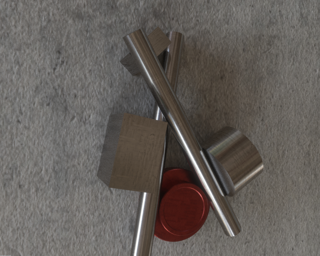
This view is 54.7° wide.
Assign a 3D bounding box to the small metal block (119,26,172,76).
[{"bbox_3d":[-0.019,-0.095,0.390,0.050,0.050,0.025,-47,105,-14],"label":"small metal block"}]

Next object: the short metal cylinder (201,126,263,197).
[{"bbox_3d":[0.090,0.044,0.416,0.050,0.080,0.080,-34,101,-17],"label":"short metal cylinder"}]

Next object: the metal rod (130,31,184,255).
[{"bbox_3d":[-0.002,0.020,0.394,0.025,0.025,0.299,13,80,-20],"label":"metal rod"}]

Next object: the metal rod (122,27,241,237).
[{"bbox_3d":[0.037,0.020,0.388,0.025,0.025,0.299,-34,110,-17],"label":"metal rod"}]

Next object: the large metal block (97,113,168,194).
[{"bbox_3d":[-0.036,0.027,0.369,0.050,0.080,0.080,13,86,-20],"label":"large metal block"}]

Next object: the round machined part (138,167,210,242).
[{"bbox_3d":[0.024,0.103,0.412,0.099,0.042,0.097,0,90,-21],"label":"round machined part"}]
